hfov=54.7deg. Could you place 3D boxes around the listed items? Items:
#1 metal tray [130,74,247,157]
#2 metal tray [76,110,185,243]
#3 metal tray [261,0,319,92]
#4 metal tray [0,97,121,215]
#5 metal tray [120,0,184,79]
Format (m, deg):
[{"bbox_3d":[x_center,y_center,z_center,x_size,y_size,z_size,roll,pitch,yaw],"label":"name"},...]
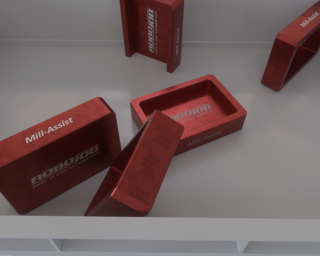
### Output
[{"bbox_3d":[0.037,-0.018,0.416,0.131,0.030,0.090,-20,53,-16],"label":"metal tray"},{"bbox_3d":[-0.031,0.050,0.294,0.030,0.129,0.090,32,52,-8],"label":"metal tray"},{"bbox_3d":[0.210,-0.124,0.467,0.030,0.090,0.131,36,59,26],"label":"metal tray"},{"bbox_3d":[-0.108,0.030,0.336,0.131,0.090,0.030,-29,56,-22],"label":"metal tray"},{"bbox_3d":[-0.013,-0.146,0.479,0.090,0.129,0.030,24,54,19],"label":"metal tray"}]
